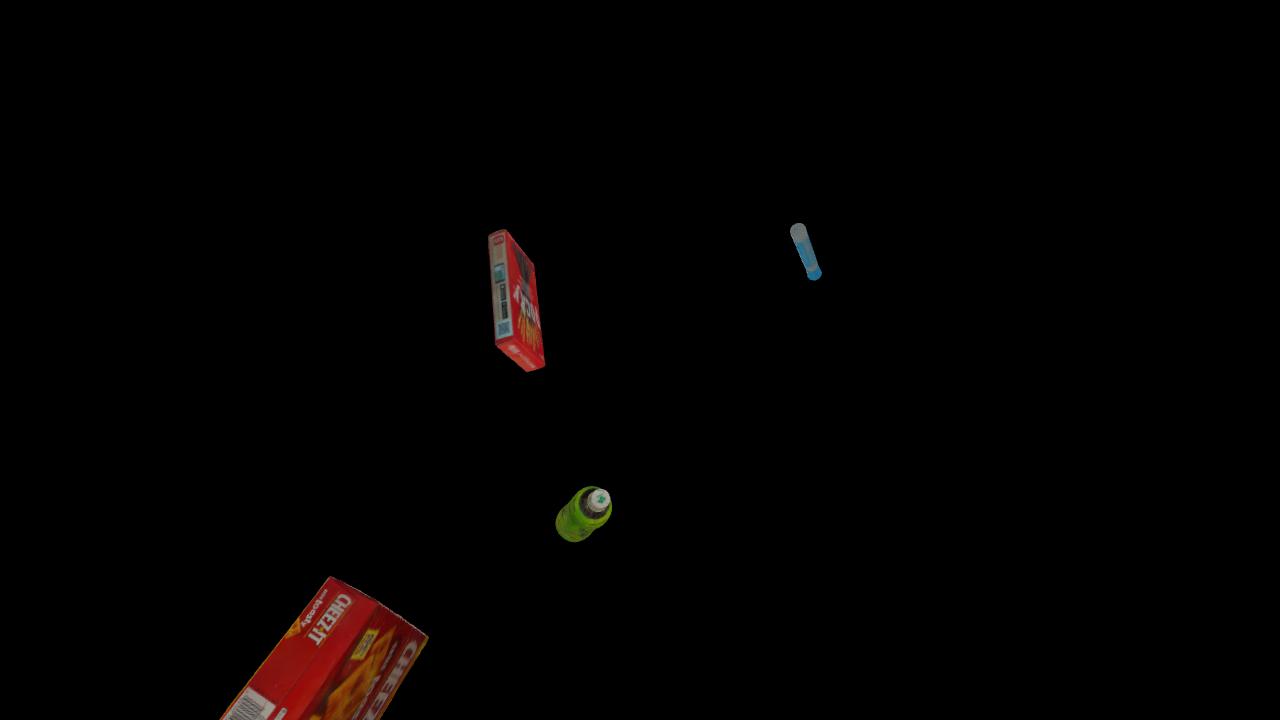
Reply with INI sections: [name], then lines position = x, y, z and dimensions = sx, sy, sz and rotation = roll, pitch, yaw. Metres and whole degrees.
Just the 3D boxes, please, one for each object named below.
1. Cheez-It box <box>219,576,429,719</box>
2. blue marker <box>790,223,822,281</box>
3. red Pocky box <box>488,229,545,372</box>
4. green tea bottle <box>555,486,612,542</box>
[Cheez-It box]
position = -0.326, 0.346, 0.663
dimensions = 0.071, 0.166, 0.223
rotation = 24, -31, 11
[blue marker]
position = 0.210, -0.133, 0.772
dimensions = 0.020, 0.020, 0.121
rotation = 0, -20, 26
[red Pocky box]
position = -0.147, -0.070, 0.733
dimensions = 0.028, 0.155, 0.083
rotation = -15, -26, 10
[green tea bottle]
position = -0.090, 0.255, 1.034
dimensions = 0.073, 0.073, 0.212
rotation = 0, -27, -19
